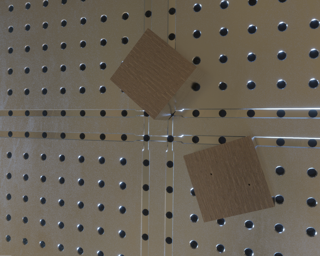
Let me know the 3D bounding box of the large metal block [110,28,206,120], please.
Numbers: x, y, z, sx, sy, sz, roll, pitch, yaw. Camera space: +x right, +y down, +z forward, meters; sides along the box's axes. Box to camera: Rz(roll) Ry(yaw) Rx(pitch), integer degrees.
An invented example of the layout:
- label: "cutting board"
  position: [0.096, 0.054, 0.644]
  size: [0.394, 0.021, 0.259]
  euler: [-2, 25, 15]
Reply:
- label: "large metal block"
  position: [-0.002, -0.066, 0.401]
  size: [0.080, 0.050, 0.080]
  euler: [43, 103, 15]

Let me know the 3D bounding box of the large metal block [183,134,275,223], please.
- label: "large metal block"
  position: [0.083, 0.058, 0.370]
  size: [0.080, 0.050, 0.080]
  euler: [-19, 84, 19]
